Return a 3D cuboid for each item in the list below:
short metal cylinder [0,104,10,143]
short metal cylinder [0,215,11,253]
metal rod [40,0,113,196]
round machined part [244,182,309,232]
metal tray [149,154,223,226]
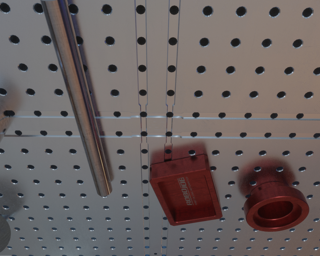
[{"bbox_3d":[-0.242,-0.001,0.392,0.081,0.050,0.079,0,130,0],"label":"short metal cylinder"},{"bbox_3d":[-0.311,0.192,0.536,0.080,0.080,0.050,35,122,-26],"label":"short metal cylinder"},{"bbox_3d":[-0.096,-0.014,0.398,0.025,0.025,0.298,-2,130,2],"label":"metal rod"},{"bbox_3d":[0.187,0.126,0.509,0.099,0.042,0.097,0,130,0],"label":"round machined part"},{"bbox_3d":[0.044,0.104,0.496,0.090,0.030,0.129,-13,129,10],"label":"metal tray"}]
